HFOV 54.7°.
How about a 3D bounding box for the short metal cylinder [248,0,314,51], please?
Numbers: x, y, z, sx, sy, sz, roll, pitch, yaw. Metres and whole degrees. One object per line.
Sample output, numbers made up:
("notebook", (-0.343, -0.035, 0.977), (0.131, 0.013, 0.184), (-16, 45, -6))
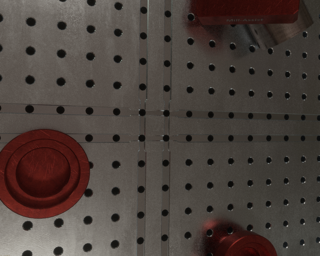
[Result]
("short metal cylinder", (0.171, -0.155, 0.448), (0.080, 0.080, 0.050), (-35, 102, -17))

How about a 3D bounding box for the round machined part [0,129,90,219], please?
("round machined part", (-0.133, 0.049, 0.355), (0.099, 0.042, 0.097), (0, 90, -21))

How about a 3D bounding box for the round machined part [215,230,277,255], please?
("round machined part", (0.118, 0.197, 0.449), (0.099, 0.042, 0.097), (0, 90, -21))

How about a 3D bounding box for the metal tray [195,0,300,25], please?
("metal tray", (0.118, -0.187, 0.413), (0.130, 0.030, 0.089), (6, 87, 21))
